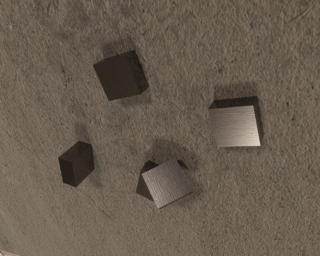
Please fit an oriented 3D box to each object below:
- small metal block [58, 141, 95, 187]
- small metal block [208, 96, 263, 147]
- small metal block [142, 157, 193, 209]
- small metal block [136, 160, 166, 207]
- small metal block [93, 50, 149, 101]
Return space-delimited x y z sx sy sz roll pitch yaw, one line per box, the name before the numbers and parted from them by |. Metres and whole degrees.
small metal block | -0.131 0.057 0.493 0.025 0.050 0.050 14 124 20
small metal block | 0.088 -0.007 0.356 0.050 0.025 0.050 -4 117 29
small metal block | 0.010 0.075 0.418 0.050 0.025 0.050 -27 72 -1
small metal block | -0.004 0.082 0.459 0.050 0.025 0.050 24 127 13
small metal block | -0.049 -0.065 0.390 0.050 0.025 0.050 -8 115 31
